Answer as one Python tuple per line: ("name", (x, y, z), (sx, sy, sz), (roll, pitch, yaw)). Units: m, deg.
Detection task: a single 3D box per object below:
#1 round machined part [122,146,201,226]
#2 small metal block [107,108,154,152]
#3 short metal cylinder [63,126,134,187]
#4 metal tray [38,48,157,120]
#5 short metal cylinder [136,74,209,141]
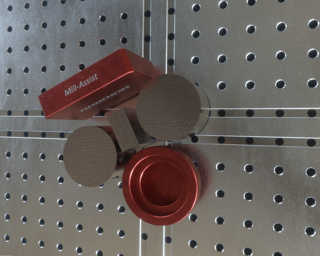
("round machined part", (0.005, 0.071, 0.397), (0.098, 0.042, 0.097), (0, 90, 19))
("small metal block", (-0.038, 0.002, 0.408), (0.025, 0.050, 0.050), (-27, 81, 18))
("short metal cylinder", (-0.083, 0.037, 0.424), (0.080, 0.050, 0.079), (0, 90, 20))
("metal tray", (-0.076, -0.050, 0.400), (0.130, 0.090, 0.030), (-25, 82, 19))
("short metal cylinder", (0.017, -0.024, 0.389), (0.080, 0.050, 0.079), (0, 90, 20))
